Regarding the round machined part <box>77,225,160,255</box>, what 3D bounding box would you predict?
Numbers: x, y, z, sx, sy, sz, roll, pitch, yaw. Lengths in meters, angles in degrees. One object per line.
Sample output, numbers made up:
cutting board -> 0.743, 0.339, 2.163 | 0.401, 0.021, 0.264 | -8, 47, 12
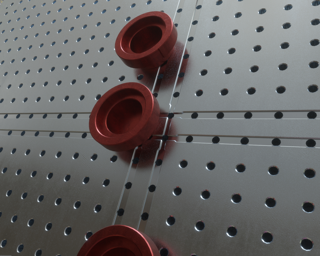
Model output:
round machined part -> -0.041, 0.155, 0.322 | 0.098, 0.042, 0.098 | -13, 56, 20

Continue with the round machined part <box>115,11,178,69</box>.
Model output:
round machined part -> -0.018, -0.132, 0.486 | 0.098, 0.042, 0.098 | -13, 56, 20

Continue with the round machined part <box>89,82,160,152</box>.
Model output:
round machined part -> -0.045, -0.011, 0.426 | 0.098, 0.042, 0.098 | -13, 56, 20
